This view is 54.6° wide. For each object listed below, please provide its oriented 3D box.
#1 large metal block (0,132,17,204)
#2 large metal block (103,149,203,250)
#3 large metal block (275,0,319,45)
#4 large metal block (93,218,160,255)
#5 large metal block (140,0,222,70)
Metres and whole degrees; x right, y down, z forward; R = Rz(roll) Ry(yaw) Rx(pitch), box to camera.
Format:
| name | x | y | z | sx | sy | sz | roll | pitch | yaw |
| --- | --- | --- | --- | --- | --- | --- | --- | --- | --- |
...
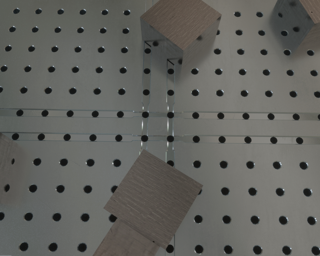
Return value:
| name | x | y | z | sx | sy | sz | roll | pitch | yaw |
| --- | --- | --- | --- | --- | --- | --- | --- | --- | --- |
| large metal block | -0.235 | 0.047 | 0.380 | 0.080 | 0.050 | 0.080 | 3 | 70 | 1 |
| large metal block | -0.007 | 0.085 | 0.368 | 0.080 | 0.050 | 0.080 | 31 | 73 | 10 |
| large metal block | 0.236 | -0.183 | 0.467 | 0.080 | 0.050 | 0.080 | -20 | 71 | -7 |
| large metal block | -0.043 | 0.147 | 0.329 | 0.050 | 0.080 | 0.080 | 31 | 73 | 10 |
| large metal block | 0.029 | -0.147 | 0.452 | 0.080 | 0.050 | 0.080 | 41 | 75 | 13 |
